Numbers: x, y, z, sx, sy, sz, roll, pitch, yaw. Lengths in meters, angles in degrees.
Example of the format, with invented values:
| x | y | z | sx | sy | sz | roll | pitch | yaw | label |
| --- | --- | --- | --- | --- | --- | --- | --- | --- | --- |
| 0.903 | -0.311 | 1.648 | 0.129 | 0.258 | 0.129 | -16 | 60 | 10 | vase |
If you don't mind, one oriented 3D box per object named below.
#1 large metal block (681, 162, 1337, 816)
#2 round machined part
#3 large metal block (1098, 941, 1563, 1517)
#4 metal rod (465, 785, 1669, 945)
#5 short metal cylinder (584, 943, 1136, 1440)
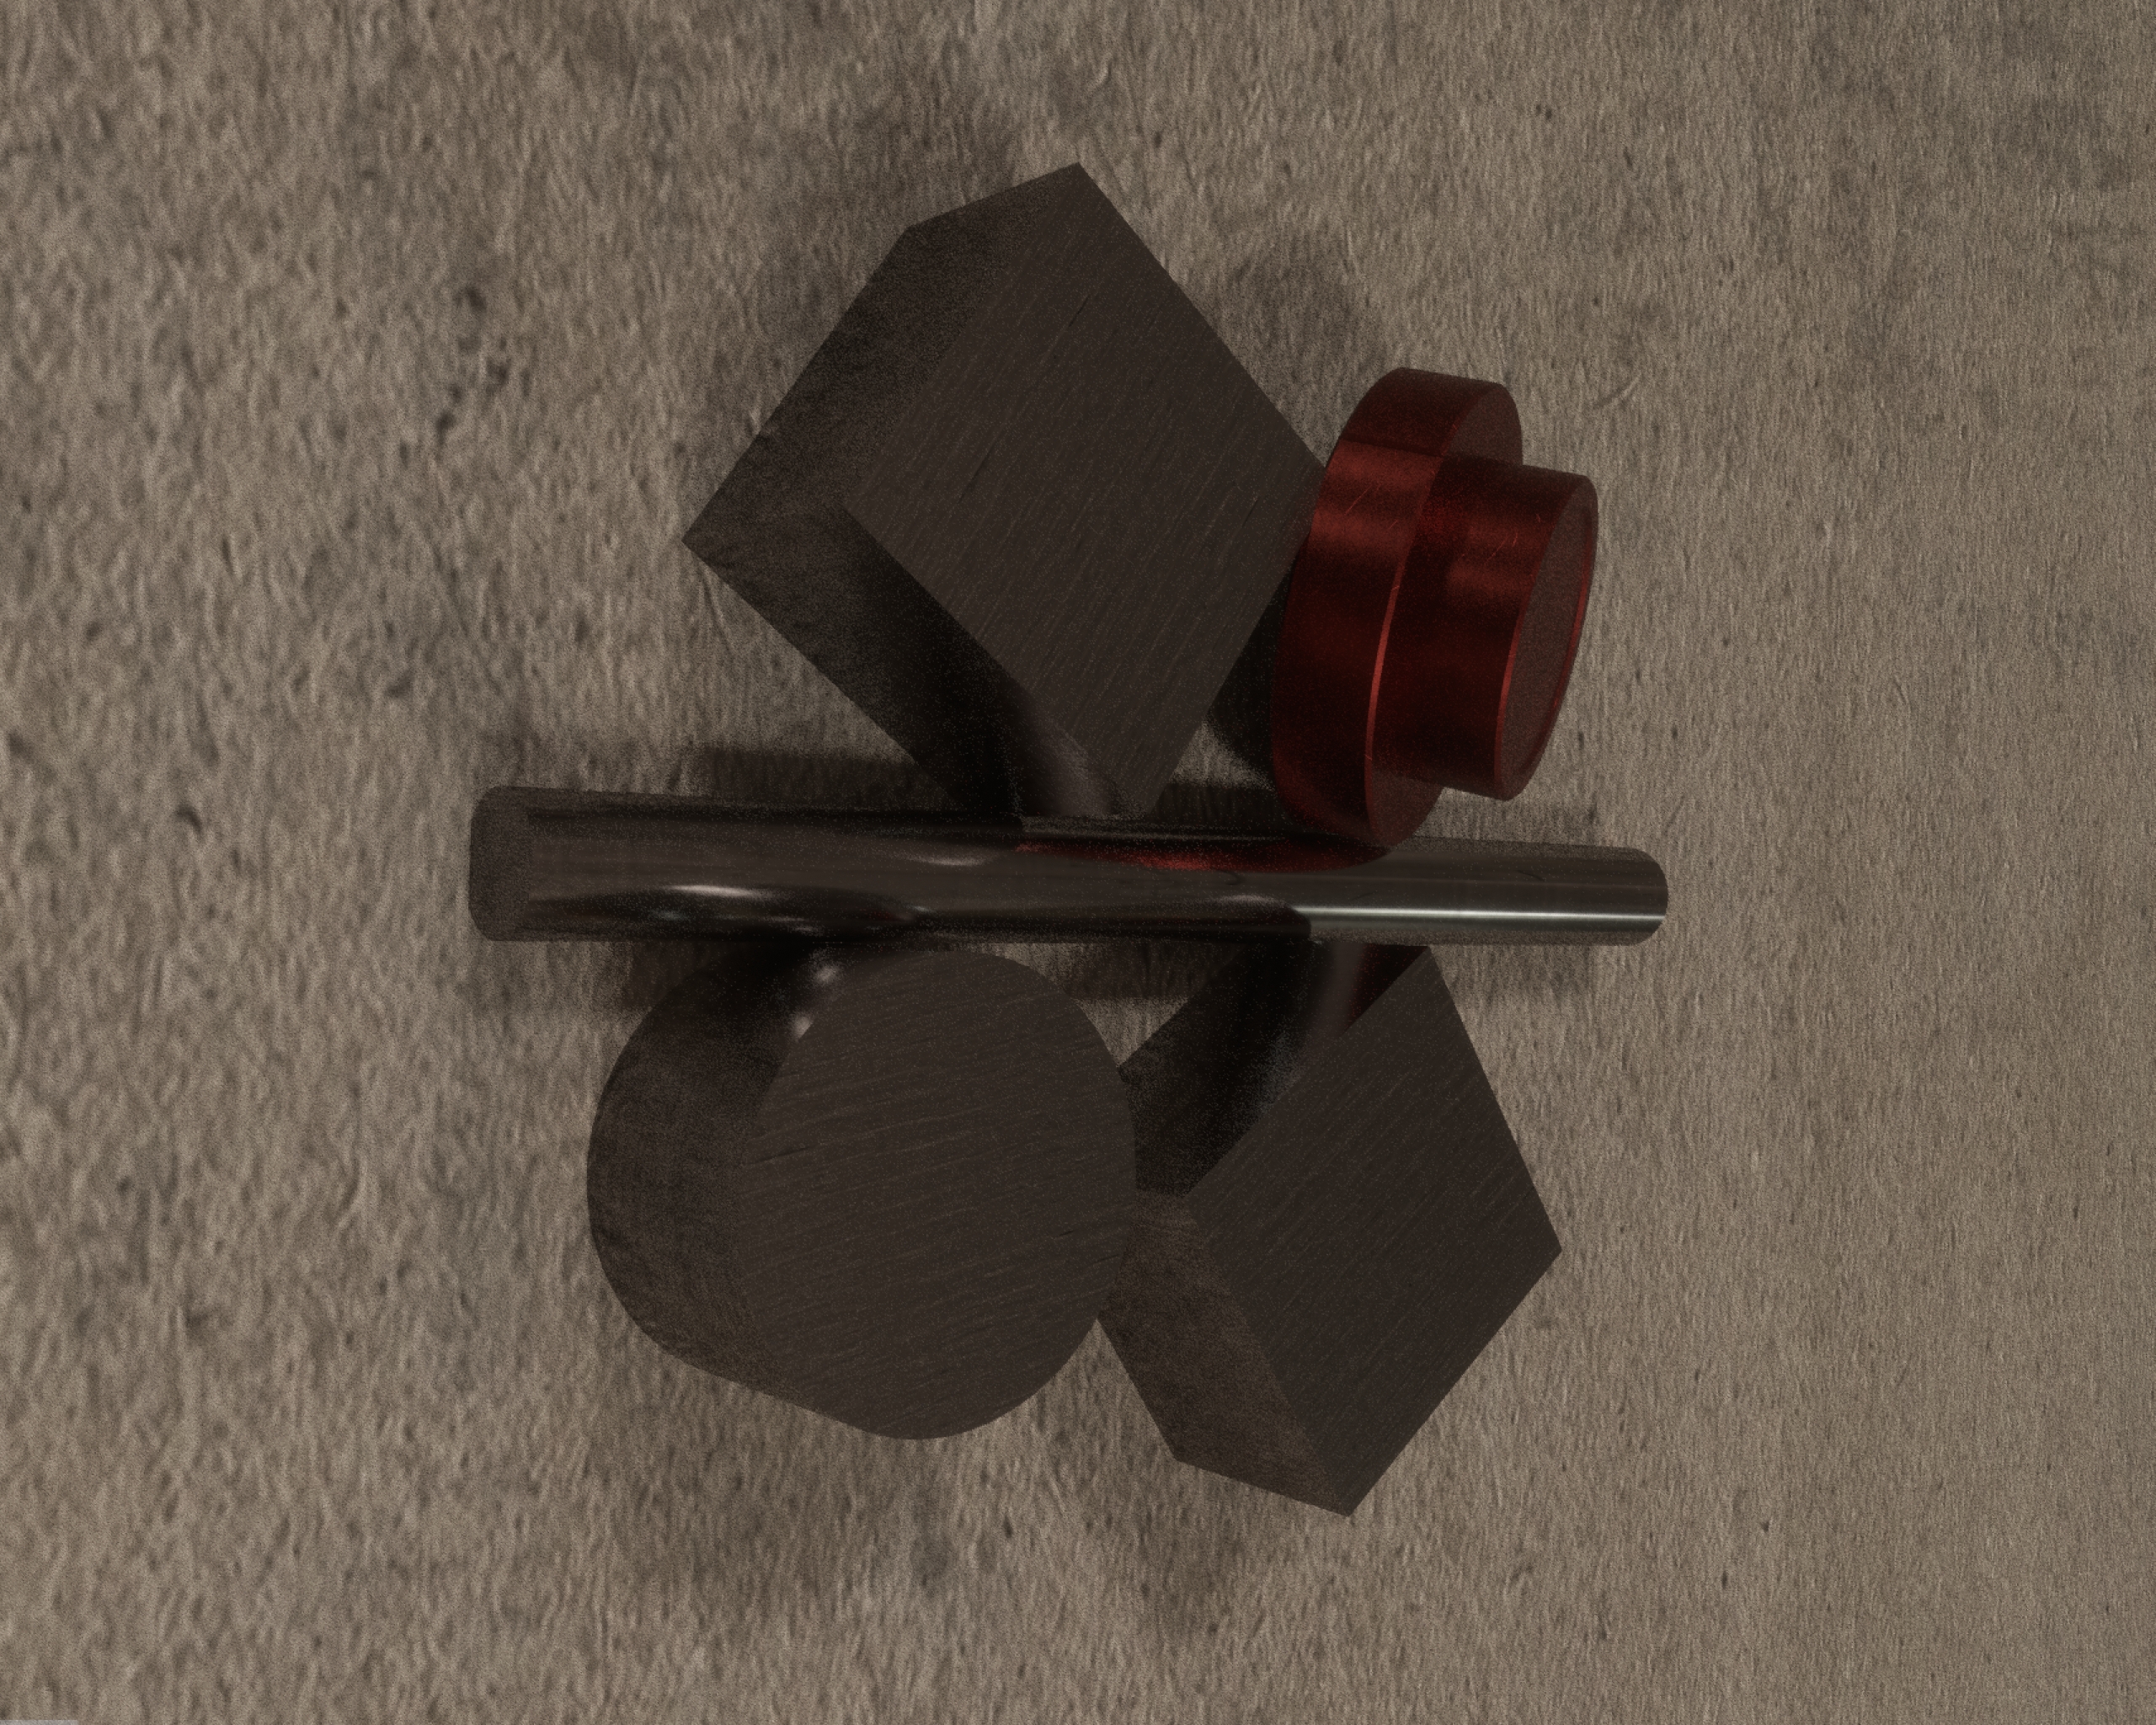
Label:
| x | y | z | sx | sy | sz | roll | pitch | yaw | label |
| --- | --- | --- | --- | --- | --- | --- | --- | --- | --- |
| -0.010 | -0.064 | 0.380 | 0.080 | 0.050 | 0.080 | 44 | 63 | -31 | large metal block |
| 0.078 | -0.050 | 0.432 | 0.098 | 0.042 | 0.097 | 15 | 91 | -69 | round machined part |
| 0.045 | 0.072 | 0.430 | 0.080 | 0.050 | 0.080 | -41 | 115 | -33 | large metal block |
| 0.023 | 0.004 | 0.429 | 0.302 | 0.025 | 0.025 | 2 | 89 | -40 | metal rod |
| -0.037 | 0.054 | 0.361 | 0.081 | 0.050 | 0.079 | 0 | 90 | -40 | short metal cylinder |
